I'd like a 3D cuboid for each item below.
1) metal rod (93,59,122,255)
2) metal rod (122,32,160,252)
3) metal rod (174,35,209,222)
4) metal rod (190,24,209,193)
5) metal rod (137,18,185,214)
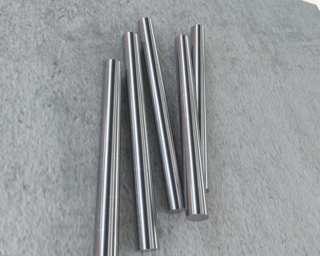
[{"bbox_3d":[-0.057,0.044,0.347,0.025,0.025,0.299,11,57,-23],"label":"metal rod"},{"bbox_3d":[-0.028,-0.004,0.391,0.025,0.025,0.299,8,58,-25],"label":"metal rod"},{"bbox_3d":[0.038,-0.023,0.425,0.025,0.025,0.300,15,51,-21],"label":"metal rod"},{"bbox_3d":[0.057,-0.047,0.465,0.025,0.025,0.300,17,55,-19],"label":"metal rod"},{"bbox_3d":[-0.002,-0.035,0.425,0.025,0.025,0.299,5,59,-26],"label":"metal rod"}]
